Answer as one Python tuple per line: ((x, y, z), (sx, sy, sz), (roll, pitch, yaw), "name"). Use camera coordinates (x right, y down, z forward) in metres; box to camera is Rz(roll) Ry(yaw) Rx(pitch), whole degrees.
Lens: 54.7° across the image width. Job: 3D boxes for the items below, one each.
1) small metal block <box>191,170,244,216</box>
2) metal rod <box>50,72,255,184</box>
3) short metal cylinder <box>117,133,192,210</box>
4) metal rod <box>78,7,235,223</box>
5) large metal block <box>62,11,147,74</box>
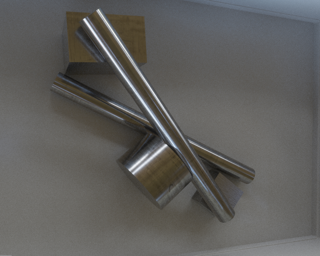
((0.082, 0.096, 0.441), (0.050, 0.025, 0.050), (40, 77, -16), "small metal block")
((0.004, 0.008, 0.412), (0.301, 0.025, 0.025), (26, 81, -19), "metal rod")
((-0.007, 0.053, 0.377), (0.050, 0.080, 0.080), (-42, 104, -15), "short metal cylinder")
((0.012, 0.005, 0.352), (0.025, 0.025, 0.299), (-42, 116, -15), "metal rod")
((-0.067, -0.093, 0.356), (0.081, 0.080, 0.050), (-4, 92, -20), "large metal block")
